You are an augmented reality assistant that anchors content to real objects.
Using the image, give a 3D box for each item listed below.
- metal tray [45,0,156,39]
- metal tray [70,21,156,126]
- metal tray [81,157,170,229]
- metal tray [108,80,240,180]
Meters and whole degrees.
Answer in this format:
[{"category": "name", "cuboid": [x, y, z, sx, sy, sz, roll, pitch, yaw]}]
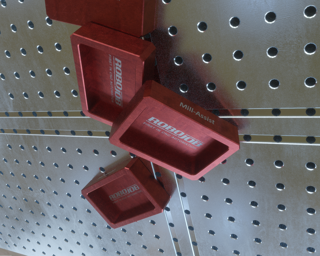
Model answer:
[{"category": "metal tray", "cuboid": [-0.069, -0.159, 0.345, 0.130, 0.030, 0.089, 18, 125, 17]}, {"category": "metal tray", "cuboid": [-0.055, -0.054, 0.380, 0.090, 0.030, 0.129, 21, 140, 13]}, {"category": "metal tray", "cuboid": [-0.059, 0.109, 0.504, 0.130, 0.030, 0.090, -31, 102, 37]}, {"category": "metal tray", "cuboid": [0.017, 0.009, 0.370, 0.131, 0.030, 0.090, 27, 132, -20]}]
